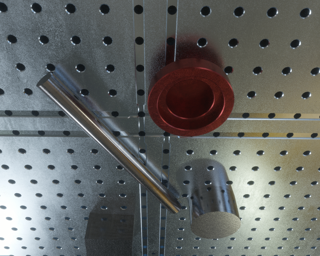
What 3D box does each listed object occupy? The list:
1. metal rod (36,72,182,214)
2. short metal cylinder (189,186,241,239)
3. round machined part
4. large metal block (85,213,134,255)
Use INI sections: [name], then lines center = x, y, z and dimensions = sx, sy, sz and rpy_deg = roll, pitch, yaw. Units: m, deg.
[metal rod]
center = -0.054, 0.039, 0.443
dimensions = 0.025, 0.025, 0.300
rpy_deg = -26, 126, 20
[short metal cylinder]
center = 0.090, 0.142, 0.517
dimensions = 0.081, 0.050, 0.079
rpy_deg = 0, 130, 0
[round machined part]
center = 0.035, -0.039, 0.368
dimensions = 0.099, 0.042, 0.097
rpy_deg = -1, 130, 0
[large metal block]
center = -0.090, 0.202, 0.566
dimensions = 0.081, 0.050, 0.079
rpy_deg = 3, 130, -4
